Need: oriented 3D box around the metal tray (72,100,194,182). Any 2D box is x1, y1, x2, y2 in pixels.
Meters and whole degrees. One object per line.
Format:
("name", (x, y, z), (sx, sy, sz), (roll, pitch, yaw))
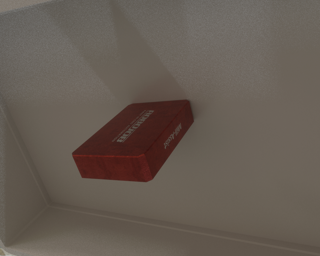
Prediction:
("metal tray", (-0.025, 0.009, 0.358), (0.090, 0.131, 0.030), (-2, 118, 29))
